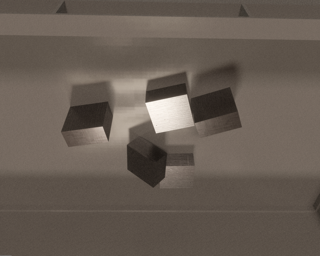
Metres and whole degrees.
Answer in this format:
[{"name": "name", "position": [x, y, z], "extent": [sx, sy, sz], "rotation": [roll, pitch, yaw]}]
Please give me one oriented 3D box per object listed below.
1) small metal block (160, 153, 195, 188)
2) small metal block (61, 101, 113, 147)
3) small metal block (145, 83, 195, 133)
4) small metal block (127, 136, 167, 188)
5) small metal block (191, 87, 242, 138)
[{"name": "small metal block", "position": [0.025, 0.065, 0.465], "extent": [0.050, 0.025, 0.050], "rotation": [-1, 130, 0]}, {"name": "small metal block", "position": [-0.089, -0.005, 0.387], "extent": [0.050, 0.050, 0.025], "rotation": [-7, 130, 6]}, {"name": "small metal block", "position": [0.013, -0.024, 0.389], "extent": [0.050, 0.025, 0.050], "rotation": [-11, 130, 9]}, {"name": "small metal block", "position": [-0.019, 0.047, 0.432], "extent": [0.050, 0.025, 0.050], "rotation": [30, 137, 28]}, {"name": "small metal block", "position": [0.068, -0.019, 0.377], "extent": [0.050, 0.050, 0.025], "rotation": [-16, 129, 12]}]
